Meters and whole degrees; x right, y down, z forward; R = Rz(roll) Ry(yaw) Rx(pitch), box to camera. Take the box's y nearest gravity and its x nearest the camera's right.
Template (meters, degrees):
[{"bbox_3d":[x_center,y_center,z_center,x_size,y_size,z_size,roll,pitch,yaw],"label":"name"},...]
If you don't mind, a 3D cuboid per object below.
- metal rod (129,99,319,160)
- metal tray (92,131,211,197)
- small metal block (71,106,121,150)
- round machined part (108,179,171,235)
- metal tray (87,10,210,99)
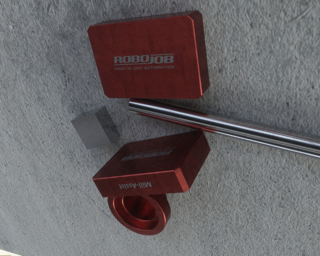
[{"bbox_3d":[0.103,0.004,0.354,0.301,0.025,0.025,14,124,19],"label":"metal rod"},{"bbox_3d":[-0.011,0.046,0.397,0.130,0.090,0.030,-11,113,32],"label":"metal tray"},{"bbox_3d":[-0.094,0.000,0.455,0.050,0.025,0.050,-13,112,33],"label":"small metal block"},{"bbox_3d":[-0.028,0.115,0.480,0.098,0.042,0.097,13,124,20],"label":"round machined part"},{"bbox_3d":[-0.013,-0.081,0.359,0.130,0.030,0.089,3,120,26],"label":"metal tray"}]
